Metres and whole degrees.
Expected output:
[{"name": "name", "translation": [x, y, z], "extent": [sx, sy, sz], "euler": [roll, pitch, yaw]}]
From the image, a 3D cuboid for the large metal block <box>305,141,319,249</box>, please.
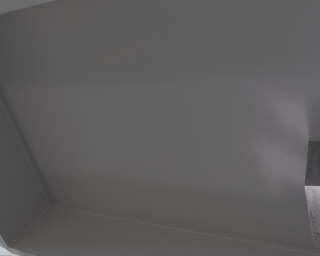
[{"name": "large metal block", "translation": [0.183, 0.067, 0.318], "extent": [0.050, 0.080, 0.080], "euler": [-4, 116, 30]}]
